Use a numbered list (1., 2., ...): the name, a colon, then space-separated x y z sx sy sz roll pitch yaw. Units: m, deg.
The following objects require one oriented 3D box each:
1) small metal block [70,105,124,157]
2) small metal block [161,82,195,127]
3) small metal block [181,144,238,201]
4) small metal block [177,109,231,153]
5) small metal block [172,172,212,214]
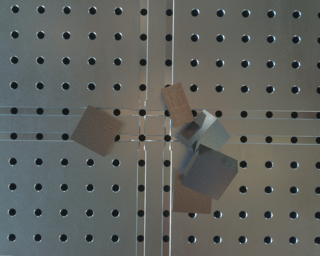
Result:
1. small metal block: -0.082 0.004 0.412 0.050 0.025 0.050 29 90 -1
2. small metal block: 0.022 -0.029 0.401 0.025 0.050 0.050 -20 90 0
3. small metal block: 0.060 0.054 0.378 0.050 0.025 0.050 24 120 -2
4. small metal block: 0.058 0.012 0.400 0.050 0.050 0.025 -47 47 0
5. small metal block: 0.042 0.085 0.414 0.050 0.025 0.050 3 90 -1
